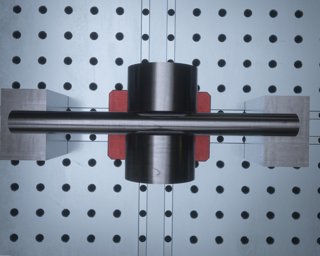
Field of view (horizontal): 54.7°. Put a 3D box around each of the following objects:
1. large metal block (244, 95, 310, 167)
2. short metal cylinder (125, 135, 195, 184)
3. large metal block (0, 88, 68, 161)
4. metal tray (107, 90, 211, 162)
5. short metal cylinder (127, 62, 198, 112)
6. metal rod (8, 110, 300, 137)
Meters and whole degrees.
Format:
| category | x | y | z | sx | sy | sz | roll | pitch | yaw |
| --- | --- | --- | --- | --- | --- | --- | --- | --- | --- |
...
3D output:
| category | x | y | z | sx | sy | sz | roll | pitch | yaw |
| --- | --- | --- | --- | --- | --- | --- | --- | --- | --- |
| large metal block | 0.142 | 0.003 | 0.386 | 0.050 | 0.080 | 0.080 | 1 | 90 | 0 |
| short metal cylinder | 0.000 | 0.032 | 0.356 | 0.081 | 0.080 | 0.050 | 1 | 90 | 0 |
| large metal block | -0.152 | -0.004 | 0.383 | 0.050 | 0.080 | 0.080 | 1 | 90 | 0 |
| metal tray | -0.001 | -0.003 | 0.411 | 0.131 | 0.030 | 0.089 | 1 | 90 | 0 |
| short metal cylinder | 0.003 | -0.043 | 0.356 | 0.081 | 0.080 | 0.050 | 1 | 90 | 0 |
| metal rod | -0.006 | -0.005 | 0.333 | 0.302 | 0.025 | 0.025 | 1 | 90 | 0 |
